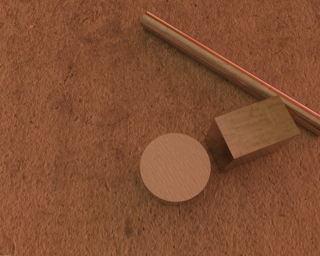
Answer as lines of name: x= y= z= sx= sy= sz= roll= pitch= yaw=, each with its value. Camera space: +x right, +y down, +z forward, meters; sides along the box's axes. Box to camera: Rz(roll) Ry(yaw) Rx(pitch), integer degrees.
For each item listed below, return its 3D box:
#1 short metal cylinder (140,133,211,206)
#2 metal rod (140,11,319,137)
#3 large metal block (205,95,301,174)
short metal cylinder: x=0.017 y=0.052 z=0.376 sx=0.081 sy=0.050 sz=0.080 roll=0 pitch=70 yaw=0
metal rod: x=0.099 y=-0.081 z=0.438 sx=0.300 sy=0.025 sz=0.025 roll=34 pitch=74 yaw=11
large metal block: x=0.106 y=0.011 z=0.376 sx=0.080 sy=0.080 sz=0.050 roll=-20 pitch=72 yaw=-7
